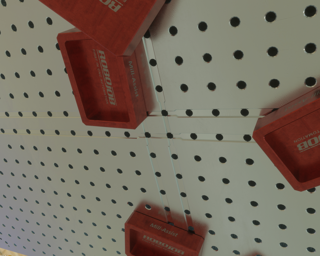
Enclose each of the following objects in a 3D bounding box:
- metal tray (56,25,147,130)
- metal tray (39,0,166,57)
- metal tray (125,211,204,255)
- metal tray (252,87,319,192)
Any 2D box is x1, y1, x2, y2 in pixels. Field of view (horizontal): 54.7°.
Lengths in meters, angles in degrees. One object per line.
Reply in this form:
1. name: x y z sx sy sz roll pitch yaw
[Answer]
1. metal tray: -0.073 -0.064 0.405 0.090 0.030 0.129 4 121 25
2. metal tray: -0.066 -0.148 0.329 0.130 0.030 0.090 36 106 3
3. metal tray: 0.004 0.204 0.530 0.130 0.030 0.089 16 125 18
4. metal tray: 0.176 0.005 0.318 0.130 0.030 0.090 -34 100 38
